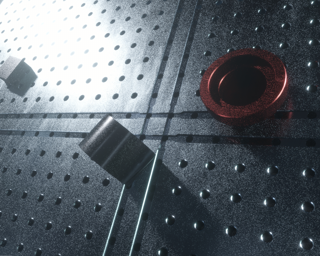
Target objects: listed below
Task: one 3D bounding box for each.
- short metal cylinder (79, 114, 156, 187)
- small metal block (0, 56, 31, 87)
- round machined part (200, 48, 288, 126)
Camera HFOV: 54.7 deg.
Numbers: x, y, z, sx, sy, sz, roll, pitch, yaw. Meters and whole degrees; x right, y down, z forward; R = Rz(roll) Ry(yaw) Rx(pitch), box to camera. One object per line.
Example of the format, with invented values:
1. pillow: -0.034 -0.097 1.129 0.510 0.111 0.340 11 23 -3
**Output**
1. short metal cylinder: -0.052 0.027 0.382 0.080 0.080 0.050 34 81 38
2. small metal block: -0.302 -0.117 0.635 0.050 0.025 0.050 21 73 35
3. round machined part: 0.101 -0.044 0.371 0.098 0.042 0.098 -13 56 20
